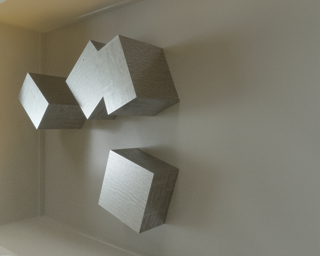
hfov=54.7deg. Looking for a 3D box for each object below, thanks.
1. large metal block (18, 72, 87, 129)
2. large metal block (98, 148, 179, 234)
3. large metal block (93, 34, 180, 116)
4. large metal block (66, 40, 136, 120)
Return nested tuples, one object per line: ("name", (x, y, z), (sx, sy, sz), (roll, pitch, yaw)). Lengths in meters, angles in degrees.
("large metal block", (-0.172, -0.043, 0.510), (0.080, 0.081, 0.050), (48, 119, 29))
("large metal block", (-0.030, 0.079, 0.413), (0.080, 0.050, 0.079), (23, 104, 37))
("large metal block", (-0.029, -0.062, 0.393), (0.050, 0.081, 0.080), (-27, 73, 36))
("large metal block", (-0.085, -0.069, 0.458), (0.080, 0.050, 0.080), (-49, 61, 28))
